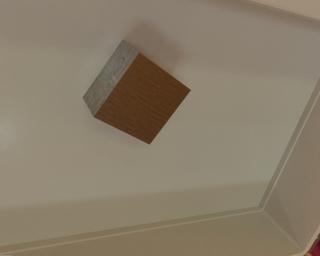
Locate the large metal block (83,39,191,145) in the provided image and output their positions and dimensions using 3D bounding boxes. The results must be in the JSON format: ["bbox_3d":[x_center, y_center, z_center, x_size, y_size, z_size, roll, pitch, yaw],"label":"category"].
[{"bbox_3d":[-0.027,-0.039,0.353,0.080,0.050,0.080,29,102,-38],"label":"large metal block"}]
